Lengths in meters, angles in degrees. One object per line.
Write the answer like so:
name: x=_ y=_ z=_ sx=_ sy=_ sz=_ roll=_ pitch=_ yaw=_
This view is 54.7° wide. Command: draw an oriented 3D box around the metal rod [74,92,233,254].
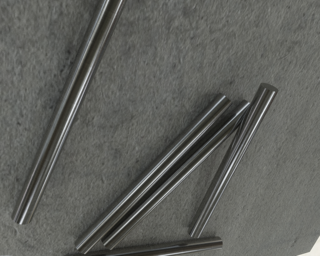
metal rod: x=-0.011 y=0.066 z=0.443 sx=0.300 sy=0.025 sz=0.025 roll=-46 pitch=130 yaw=4

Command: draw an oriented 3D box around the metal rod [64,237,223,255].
metal rod: x=-0.012 y=0.214 z=0.534 sx=0.302 sy=0.025 sz=0.025 roll=6 pitch=115 yaw=-32

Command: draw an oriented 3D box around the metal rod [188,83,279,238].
metal rod: x=0.104 y=0.068 z=0.486 sx=0.025 sy=0.025 sz=0.298 roll=0 pitch=125 yaw=-29

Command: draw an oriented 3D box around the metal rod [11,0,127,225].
metal rod: x=-0.104 y=-0.016 z=0.340 sx=0.025 sy=0.025 sz=0.298 roll=16 pitch=110 yaw=-35

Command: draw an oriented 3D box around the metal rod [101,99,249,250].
metal rod: x=0.026 y=0.071 z=0.466 sx=0.300 sy=0.025 sz=0.025 roll=-44 pitch=130 yaw=2
